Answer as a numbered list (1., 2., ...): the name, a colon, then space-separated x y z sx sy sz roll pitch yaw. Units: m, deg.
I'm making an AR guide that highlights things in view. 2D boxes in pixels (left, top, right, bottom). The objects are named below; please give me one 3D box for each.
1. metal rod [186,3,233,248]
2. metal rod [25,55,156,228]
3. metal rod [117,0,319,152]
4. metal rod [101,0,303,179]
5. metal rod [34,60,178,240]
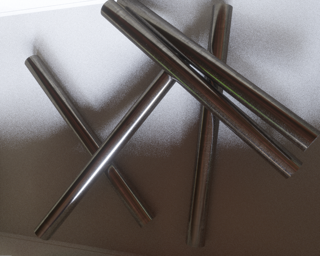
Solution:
1. metal rod: 0.061 -0.001 0.388 0.025 0.025 0.298 7 92 19
2. metal rod: -0.106 0.011 0.446 0.025 0.025 0.300 -42 77 15
3. metal rod: 0.051 -0.080 0.366 0.300 0.025 0.025 43 103 23
4. metal rod: 0.039 -0.055 0.367 0.300 0.025 0.025 44 103 13
5. metal rod: -0.064 0.026 0.409 0.025 0.025 0.299 40 93 15
